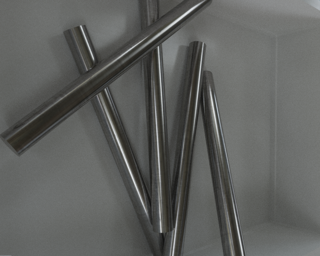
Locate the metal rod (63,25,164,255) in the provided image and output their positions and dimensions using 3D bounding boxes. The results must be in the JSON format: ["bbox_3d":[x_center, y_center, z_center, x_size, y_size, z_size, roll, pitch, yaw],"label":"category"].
[{"bbox_3d":[-0.044,0.030,0.369,0.025,0.025,0.298,-31,109,-36],"label":"metal rod"}]

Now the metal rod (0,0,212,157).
[{"bbox_3d":[-0.036,-0.078,0.339,0.301,0.025,0.025,-45,117,-27],"label":"metal rod"}]

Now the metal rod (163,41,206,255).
[{"bbox_3d":[0.035,0.023,0.417,0.025,0.025,0.299,19,73,-39],"label":"metal rod"}]

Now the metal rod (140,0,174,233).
[{"bbox_3d":[-0.005,-0.025,0.384,0.025,0.025,0.298,0,85,-40],"label":"metal rod"}]

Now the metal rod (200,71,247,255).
[{"bbox_3d":[0.077,0.053,0.393,0.025,0.025,0.299,21,52,-38],"label":"metal rod"}]
